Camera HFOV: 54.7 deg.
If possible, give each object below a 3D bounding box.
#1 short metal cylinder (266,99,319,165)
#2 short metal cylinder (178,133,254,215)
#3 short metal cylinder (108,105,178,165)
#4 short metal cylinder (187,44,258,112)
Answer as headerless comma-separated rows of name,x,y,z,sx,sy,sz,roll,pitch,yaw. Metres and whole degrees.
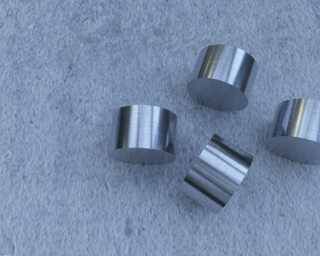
short metal cylinder,0.178,0.006,0.379,0.080,0.080,0.050,20,71,7
short metal cylinder,0.065,0.053,0.361,0.050,0.080,0.080,33,73,11
short metal cylinder,-0.019,0.011,0.375,0.081,0.080,0.050,3,70,1
short metal cylinder,0.081,-0.063,0.403,0.080,0.080,0.050,19,71,6
